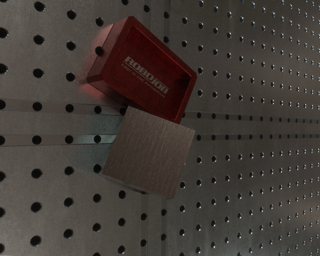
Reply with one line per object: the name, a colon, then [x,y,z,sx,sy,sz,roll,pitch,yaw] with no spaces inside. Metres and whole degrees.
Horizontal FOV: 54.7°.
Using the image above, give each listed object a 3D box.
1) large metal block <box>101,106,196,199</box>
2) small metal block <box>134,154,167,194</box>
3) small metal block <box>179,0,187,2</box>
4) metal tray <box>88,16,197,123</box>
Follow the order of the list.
large metal block: [-0.014,0.031,0.359,0.080,0.050,0.080,20,74,-3]
small metal block: [-0.004,0.061,0.408,0.050,0.025,0.050,11,83,-40]
small metal block: [0.025,-0.213,0.432,0.050,0.025,0.050,13,82,-40]
metal tray: [-0.015,-0.064,0.394,0.130,0.030,0.090,34,69,-35]
